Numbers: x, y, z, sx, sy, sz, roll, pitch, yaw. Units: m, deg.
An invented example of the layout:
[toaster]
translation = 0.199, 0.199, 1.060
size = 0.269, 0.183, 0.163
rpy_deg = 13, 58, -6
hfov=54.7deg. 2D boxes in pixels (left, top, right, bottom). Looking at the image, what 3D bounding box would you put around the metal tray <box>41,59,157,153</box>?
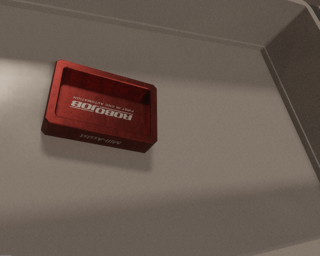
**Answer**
[metal tray]
translation = -0.069, -0.025, 0.381
size = 0.131, 0.030, 0.090
rpy_deg = 13, 56, -22
